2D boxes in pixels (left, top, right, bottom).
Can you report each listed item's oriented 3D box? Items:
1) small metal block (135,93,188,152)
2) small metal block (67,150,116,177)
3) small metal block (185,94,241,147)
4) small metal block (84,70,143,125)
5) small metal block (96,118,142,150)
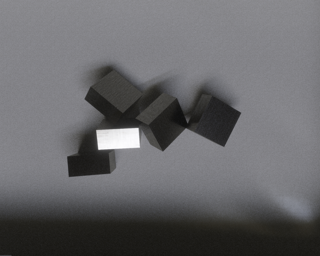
[{"bbox_3d":[0.004,-0.007,0.391,0.050,0.025,0.050,-45,134,-19],"label":"small metal block"},{"bbox_3d":[-0.086,0.045,0.398,0.050,0.050,0.025,-5,90,-1],"label":"small metal block"},{"bbox_3d":[0.070,-0.010,0.404,0.050,0.025,0.050,26,90,-24],"label":"small metal block"},{"bbox_3d":[-0.058,-0.040,0.397,0.050,0.050,0.025,40,134,0],"label":"small metal block"},{"bbox_3d":[-0.051,0.006,0.396,0.050,0.050,0.025,-3,107,0],"label":"small metal block"}]
